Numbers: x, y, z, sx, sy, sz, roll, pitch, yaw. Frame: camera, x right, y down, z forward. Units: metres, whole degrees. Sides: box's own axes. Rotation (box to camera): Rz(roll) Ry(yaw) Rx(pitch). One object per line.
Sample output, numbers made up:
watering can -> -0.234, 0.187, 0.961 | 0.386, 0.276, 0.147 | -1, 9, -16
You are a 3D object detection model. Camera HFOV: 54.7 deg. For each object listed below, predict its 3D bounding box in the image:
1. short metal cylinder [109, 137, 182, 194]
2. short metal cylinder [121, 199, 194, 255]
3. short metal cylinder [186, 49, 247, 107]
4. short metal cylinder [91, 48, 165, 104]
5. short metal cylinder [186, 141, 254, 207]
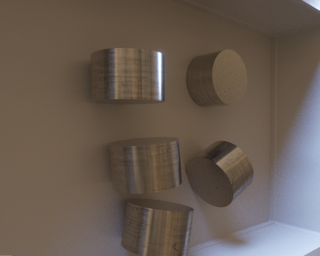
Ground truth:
short metal cylinder -> -0.016, 0.040, 0.357 | 0.081, 0.080, 0.050 | -7, 95, -40
short metal cylinder -> -0.003, 0.116, 0.369 | 0.081, 0.080, 0.050 | 13, 82, -39
short metal cylinder -> 0.085, -0.072, 0.461 | 0.081, 0.050, 0.080 | 0, 90, -40
short metal cylinder -> -0.035, -0.054, 0.341 | 0.081, 0.080, 0.050 | -1, 91, -40
short metal cylinder -> 0.084, 0.065, 0.442 | 0.050, 0.080, 0.080 | -30, 109, -36
